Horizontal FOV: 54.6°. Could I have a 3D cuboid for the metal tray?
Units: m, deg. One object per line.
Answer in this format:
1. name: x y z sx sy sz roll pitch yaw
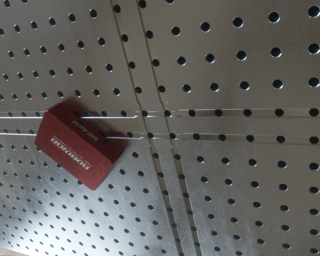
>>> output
1. metal tray: -0.134 0.032 0.499 0.130 0.030 0.090 38 129 2
